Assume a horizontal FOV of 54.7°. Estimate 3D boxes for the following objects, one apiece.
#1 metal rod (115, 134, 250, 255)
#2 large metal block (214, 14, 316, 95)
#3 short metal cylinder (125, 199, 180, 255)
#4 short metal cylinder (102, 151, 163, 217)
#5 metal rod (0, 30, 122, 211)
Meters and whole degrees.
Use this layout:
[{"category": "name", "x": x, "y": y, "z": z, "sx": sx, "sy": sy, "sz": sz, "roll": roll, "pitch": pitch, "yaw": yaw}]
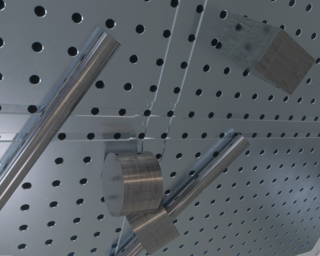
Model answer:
[{"category": "metal rod", "x": 0.030, "y": 0.124, "z": 0.504, "sx": 0.300, "sy": 0.025, "sz": 0.025, "roll": -45, "pitch": 129, "yaw": 3}, {"category": "large metal block", "x": 0.130, "y": -0.092, "z": 0.390, "sx": 0.080, "sy": 0.080, "sz": 0.050, "roll": 22, "pitch": 107, "yaw": -36}, {"category": "short metal cylinder", "x": -0.014, "y": 0.135, "z": 0.452, "sx": 0.050, "sy": 0.080, "sz": 0.080, "roll": -31, "pitch": 129, "yaw": -8}, {"category": "short metal cylinder", "x": -0.038, "y": 0.070, "z": 0.399, "sx": 0.050, "sy": 0.080, "sz": 0.079, "roll": 0, "pitch": 119, "yaw": -29}, {"category": "metal rod", "x": -0.142, "y": 0.021, "z": 0.346, "sx": 0.025, "sy": 0.025, "sz": 0.299, "roll": 32, "pitch": 101, "yaw": -38}]
